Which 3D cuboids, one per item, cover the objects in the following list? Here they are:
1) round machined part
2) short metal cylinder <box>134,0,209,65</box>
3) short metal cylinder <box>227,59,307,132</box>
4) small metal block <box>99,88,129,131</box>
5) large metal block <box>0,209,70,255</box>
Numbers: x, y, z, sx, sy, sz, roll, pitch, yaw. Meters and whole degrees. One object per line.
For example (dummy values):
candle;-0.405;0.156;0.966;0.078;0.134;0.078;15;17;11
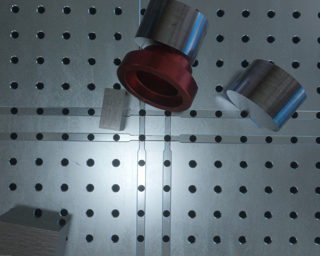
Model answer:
round machined part;0.000;-0.064;0.380;0.098;0.098;0.042;25;71;-1
short metal cylinder;0.014;-0.118;0.386;0.080;0.080;0.050;22;90;-1
short metal cylinder;0.132;-0.040;0.388;0.080;0.080;0.050;40;90;-1
small metal block;-0.058;-0.023;0.400;0.025;0.050;0.050;9;90;0
large metal block;-0.170;0.157;0.399;0.080;0.050;0.080;11;90;-1
